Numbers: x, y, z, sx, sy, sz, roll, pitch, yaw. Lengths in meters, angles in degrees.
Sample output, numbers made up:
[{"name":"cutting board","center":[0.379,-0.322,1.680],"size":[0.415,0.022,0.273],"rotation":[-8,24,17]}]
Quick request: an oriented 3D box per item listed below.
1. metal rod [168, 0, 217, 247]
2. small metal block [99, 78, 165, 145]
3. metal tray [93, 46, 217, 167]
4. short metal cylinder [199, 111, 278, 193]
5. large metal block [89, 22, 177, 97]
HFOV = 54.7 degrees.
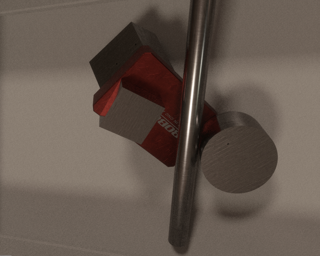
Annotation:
[{"name":"metal rod","center":[0.033,0.008,0.349],"size":[0.025,0.025,0.298],"rotation":[12,113,19]},{"name":"small metal block","center":[-0.031,-0.017,0.331],"size":[0.050,0.025,0.050],"rotation":[25,112,-22]},{"name":"metal tray","center":[-0.001,-0.021,0.367],"size":[0.090,0.030,0.130],"rotation":[-43,117,14]},{"name":"short metal cylinder","center":[0.085,0.026,0.351],"size":[0.080,0.050,0.079],"rotation":[1,110,2]},{"name":"large metal block","center":[-0.033,-0.071,0.394],"size":[0.080,0.050,0.080],"rotation":[-35,70,27]}]
